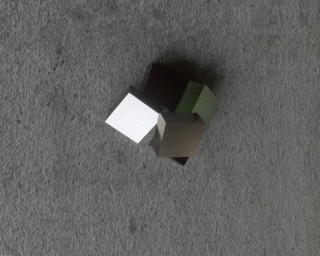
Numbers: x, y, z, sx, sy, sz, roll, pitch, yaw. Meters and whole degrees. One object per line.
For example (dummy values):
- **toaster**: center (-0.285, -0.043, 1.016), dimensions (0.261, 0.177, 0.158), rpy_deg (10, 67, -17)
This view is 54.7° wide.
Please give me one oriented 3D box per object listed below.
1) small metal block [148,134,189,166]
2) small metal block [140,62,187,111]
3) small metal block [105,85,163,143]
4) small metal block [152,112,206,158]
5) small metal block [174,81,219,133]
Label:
- **small metal block**: center (0.020, 0.016, 0.419), dimensions (0.050, 0.025, 0.050), rpy_deg (34, 79, -17)
- **small metal block**: center (0.003, -0.053, 0.413), dimensions (0.050, 0.025, 0.050), rpy_deg (18, 84, -20)
- **small metal block**: center (-0.032, -0.017, 0.387), dimensions (0.050, 0.025, 0.050), rpy_deg (35, 114, -18)
- **small metal block**: center (0.022, 0.009, 0.381), dimensions (0.050, 0.025, 0.050), rpy_deg (0, 123, -20)
- **small metal block**: center (0.050, -0.028, 0.418), dimensions (0.050, 0.025, 0.050), rpy_deg (38, 75, -51)
